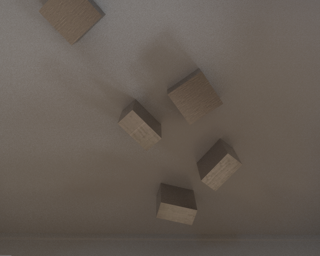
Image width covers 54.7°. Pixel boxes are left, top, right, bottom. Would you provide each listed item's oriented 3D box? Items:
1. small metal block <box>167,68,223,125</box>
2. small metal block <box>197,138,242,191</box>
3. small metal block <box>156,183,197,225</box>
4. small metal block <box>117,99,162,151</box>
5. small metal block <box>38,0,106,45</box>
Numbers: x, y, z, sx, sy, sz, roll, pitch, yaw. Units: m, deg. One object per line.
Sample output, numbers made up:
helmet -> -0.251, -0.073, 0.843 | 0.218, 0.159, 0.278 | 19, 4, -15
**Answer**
small metal block -> 0.044, -0.040, 0.397 | 0.050, 0.025, 0.050 | -34, 107, 11
small metal block -> 0.078, 0.048, 0.417 | 0.025, 0.050, 0.050 | 37, 106, -13
small metal block -> 0.022, 0.106, 0.438 | 0.050, 0.050, 0.025 | 14, 110, -6
small metal block -> -0.024, -0.005, 0.396 | 0.025, 0.050, 0.050 | -41, 105, 13
small metal block -> -0.101, -0.133, 0.359 | 0.050, 0.025, 0.050 | -38, 108, 16
